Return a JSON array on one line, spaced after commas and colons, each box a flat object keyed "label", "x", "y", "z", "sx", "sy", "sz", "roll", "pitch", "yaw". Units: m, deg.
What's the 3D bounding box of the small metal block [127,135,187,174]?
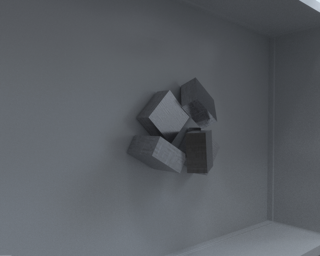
[{"label": "small metal block", "x": -0.004, "y": 0.032, "z": 0.386, "sx": 0.050, "sy": 0.050, "sz": 0.025, "roll": 36, "pitch": 68, "yaw": -35}]

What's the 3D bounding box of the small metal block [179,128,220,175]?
[{"label": "small metal block", "x": 0.056, "y": 0.034, "z": 0.454, "sx": 0.050, "sy": 0.025, "sz": 0.050, "roll": 43, "pitch": 64, "yaw": -32}]

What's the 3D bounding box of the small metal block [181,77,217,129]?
[{"label": "small metal block", "x": 0.055, "y": -0.035, "z": 0.438, "sx": 0.050, "sy": 0.025, "sz": 0.050, "roll": 45, "pitch": 30, "yaw": -31}]

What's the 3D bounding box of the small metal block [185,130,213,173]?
[{"label": "small metal block", "x": 0.052, "y": 0.029, "z": 0.403, "sx": 0.050, "sy": 0.025, "sz": 0.050, "roll": -11, "pitch": 98, "yaw": -72}]

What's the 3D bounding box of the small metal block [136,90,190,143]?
[{"label": "small metal block", "x": 0.005, "y": -0.014, "z": 0.410, "sx": 0.050, "sy": 0.025, "sz": 0.050, "roll": 51, "pitch": 60, "yaw": -28}]
